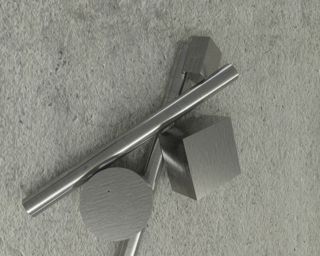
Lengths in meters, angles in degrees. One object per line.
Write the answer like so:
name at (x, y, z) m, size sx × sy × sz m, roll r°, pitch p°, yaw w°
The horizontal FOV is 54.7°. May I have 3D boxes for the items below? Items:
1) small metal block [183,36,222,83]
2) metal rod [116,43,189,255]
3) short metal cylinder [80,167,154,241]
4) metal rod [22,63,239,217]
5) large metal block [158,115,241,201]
small metal block at (0.058, -0.089, 0.419) m, size 0.050 × 0.025 × 0.050 m, roll 25°, pitch 79°, yaw -59°
metal rod at (-0.004, 0.033, 0.408) m, size 0.025 × 0.025 × 0.299 m, roll 18°, pitch 84°, yaw -19°
short metal cylinder at (-0.048, 0.086, 0.366) m, size 0.080 × 0.050 × 0.080 m, roll 0°, pitch 84°, yaw 0°
metal rod at (-0.028, 0.009, 0.382) m, size 0.301 × 0.025 × 0.025 m, roll -34°, pitch 102°, yaw -10°
large metal block at (0.053, 0.034, 0.401) m, size 0.081 × 0.050 × 0.080 m, roll -23°, pitch 107°, yaw -31°
